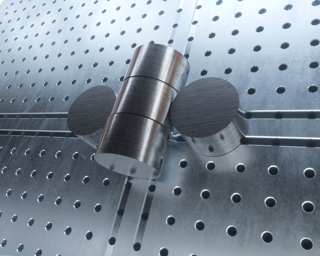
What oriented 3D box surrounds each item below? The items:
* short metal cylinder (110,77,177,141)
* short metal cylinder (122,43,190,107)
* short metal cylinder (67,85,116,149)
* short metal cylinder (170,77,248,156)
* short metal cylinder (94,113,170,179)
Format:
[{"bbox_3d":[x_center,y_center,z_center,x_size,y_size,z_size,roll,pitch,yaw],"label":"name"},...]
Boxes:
[{"bbox_3d":[-0.018,-0.021,0.393,0.080,0.080,0.050,2,63,29],"label":"short metal cylinder"},{"bbox_3d":[-0.005,-0.067,0.414,0.080,0.080,0.050,3,63,29],"label":"short metal cylinder"},{"bbox_3d":[-0.084,-0.014,0.442,0.080,0.050,0.080,-13,56,20],"label":"short metal cylinder"},{"bbox_3d":[0.059,-0.013,0.367,0.080,0.050,0.080,-13,56,20],"label":"short metal cylinder"},{"bbox_3d":[-0.033,0.024,0.373,0.080,0.080,0.050,1,63,28],"label":"short metal cylinder"}]
